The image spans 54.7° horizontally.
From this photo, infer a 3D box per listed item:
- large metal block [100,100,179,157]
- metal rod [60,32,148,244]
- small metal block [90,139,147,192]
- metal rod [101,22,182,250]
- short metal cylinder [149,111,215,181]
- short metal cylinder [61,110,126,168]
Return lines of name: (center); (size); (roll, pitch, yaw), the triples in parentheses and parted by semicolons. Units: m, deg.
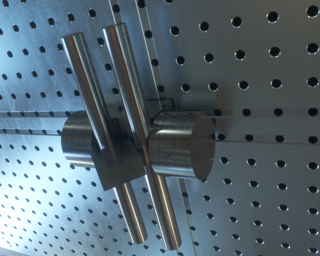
large metal block: (-0.024, 0.011, 0.409); (0.080, 0.050, 0.080); (1, 119, 27)
metal rod: (-0.062, 0.031, 0.395); (0.025, 0.025, 0.298); (1, 119, 28)
small metal block: (-0.049, 0.042, 0.361); (0.050, 0.050, 0.025); (-135, 28, -61)
metal rod: (-0.014, 0.030, 0.368); (0.025, 0.025, 0.298); (1, 119, 28)
short metal cylinder: (0.029, 0.020, 0.367); (0.050, 0.080, 0.080); (1, 119, 29)
short metal cylinder: (-0.088, 0.015, 0.427); (0.050, 0.080, 0.080); (1, 119, 27)
